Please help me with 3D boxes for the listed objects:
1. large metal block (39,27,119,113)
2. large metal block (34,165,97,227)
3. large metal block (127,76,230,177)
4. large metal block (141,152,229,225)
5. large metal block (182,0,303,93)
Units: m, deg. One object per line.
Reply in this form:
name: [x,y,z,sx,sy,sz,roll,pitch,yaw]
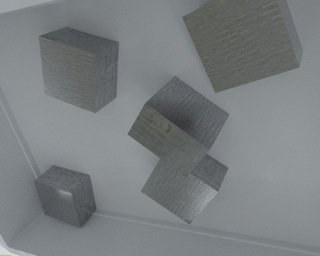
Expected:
large metal block: [-0.103,-0.076,0.400,0.080,0.050,0.079,20,126,16]
large metal block: [-0.168,0.121,0.556,0.080,0.050,0.079,11,123,22]
large metal block: [0.024,-0.005,0.358,0.080,0.080,0.050,36,129,4]
large metal block: [0.032,0.070,0.419,0.080,0.050,0.079,33,129,6]
large metal block: [0.080,-0.089,0.295,0.080,0.050,0.080,-15,111,34]
